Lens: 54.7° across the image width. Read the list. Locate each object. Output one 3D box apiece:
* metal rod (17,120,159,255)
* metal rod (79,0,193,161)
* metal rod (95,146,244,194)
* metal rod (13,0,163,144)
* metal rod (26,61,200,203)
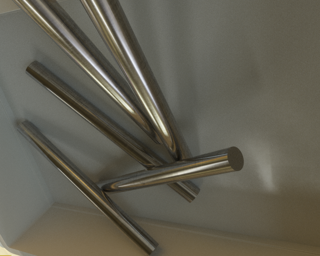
[{"bbox_3d":[-0.122,0.088,0.492,0.300,0.025,0.025,39,130,15],"label":"metal rod"},{"bbox_3d":[-0.007,-0.026,0.312,0.025,0.025,0.299,5,148,26],"label":"metal rod"},{"bbox_3d":[-0.016,0.068,0.421,0.299,0.025,0.025,-22,107,48],"label":"metal rod"},{"bbox_3d":[-0.062,-0.060,0.302,0.025,0.025,0.300,-1,151,29],"label":"metal rod"},{"bbox_3d":[-0.068,0.004,0.447,0.300,0.025,0.025,38,129,2],"label":"metal rod"}]
